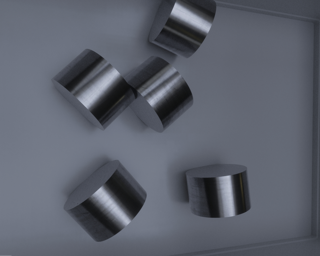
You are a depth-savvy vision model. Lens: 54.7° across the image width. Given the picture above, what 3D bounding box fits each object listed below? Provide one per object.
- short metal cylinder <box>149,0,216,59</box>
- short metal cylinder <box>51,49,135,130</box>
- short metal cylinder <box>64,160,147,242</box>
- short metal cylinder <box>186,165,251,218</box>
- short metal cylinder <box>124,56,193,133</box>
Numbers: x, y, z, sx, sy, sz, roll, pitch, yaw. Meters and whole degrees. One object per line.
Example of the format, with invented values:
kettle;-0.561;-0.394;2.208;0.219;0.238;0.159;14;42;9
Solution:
short metal cylinder;0.027;-0.135;0.392;0.050;0.080;0.080;22;83;-19
short metal cylinder;-0.075;-0.043;0.354;0.080;0.080;0.050;47;76;-15
short metal cylinder;-0.063;0.082;0.359;0.080;0.080;0.050;-42;104;-15
short metal cylinder;0.077;0.081;0.411;0.081;0.080;0.050;-8;93;-20
short metal cylinder;-0.006;-0.041;0.380;0.050;0.080;0.080;-42;104;-15
